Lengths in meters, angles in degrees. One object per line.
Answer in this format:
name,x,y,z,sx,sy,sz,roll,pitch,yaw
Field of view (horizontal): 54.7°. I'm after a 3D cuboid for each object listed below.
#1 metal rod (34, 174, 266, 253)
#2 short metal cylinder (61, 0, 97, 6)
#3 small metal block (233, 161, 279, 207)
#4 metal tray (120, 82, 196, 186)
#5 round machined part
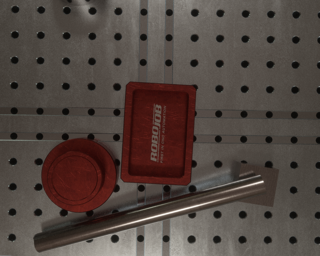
metal rod,-0.016,0.111,0.399,0.301,0.025,0.025,-16,90,5
short metal cylinder,-0.111,-0.207,0.399,0.081,0.050,0.079,0,90,-1
small metal block,0.126,0.074,0.415,0.050,0.025,0.050,10,90,-1
metal tray,-0.002,0.007,0.410,0.091,0.030,0.129,3,90,-1
round machined part,-0.106,0.062,0.404,0.099,0.042,0.097,0,90,-1
